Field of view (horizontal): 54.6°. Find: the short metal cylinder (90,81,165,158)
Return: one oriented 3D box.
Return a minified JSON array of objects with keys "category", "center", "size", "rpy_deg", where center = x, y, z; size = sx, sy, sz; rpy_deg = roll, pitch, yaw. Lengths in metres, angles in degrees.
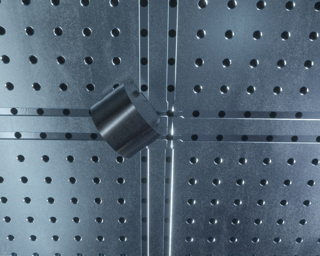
[{"category":"short metal cylinder","center":[-0.038,-0.010,0.380],"size":[0.050,0.080,0.080],"rpy_deg":[-35,106,12]}]
